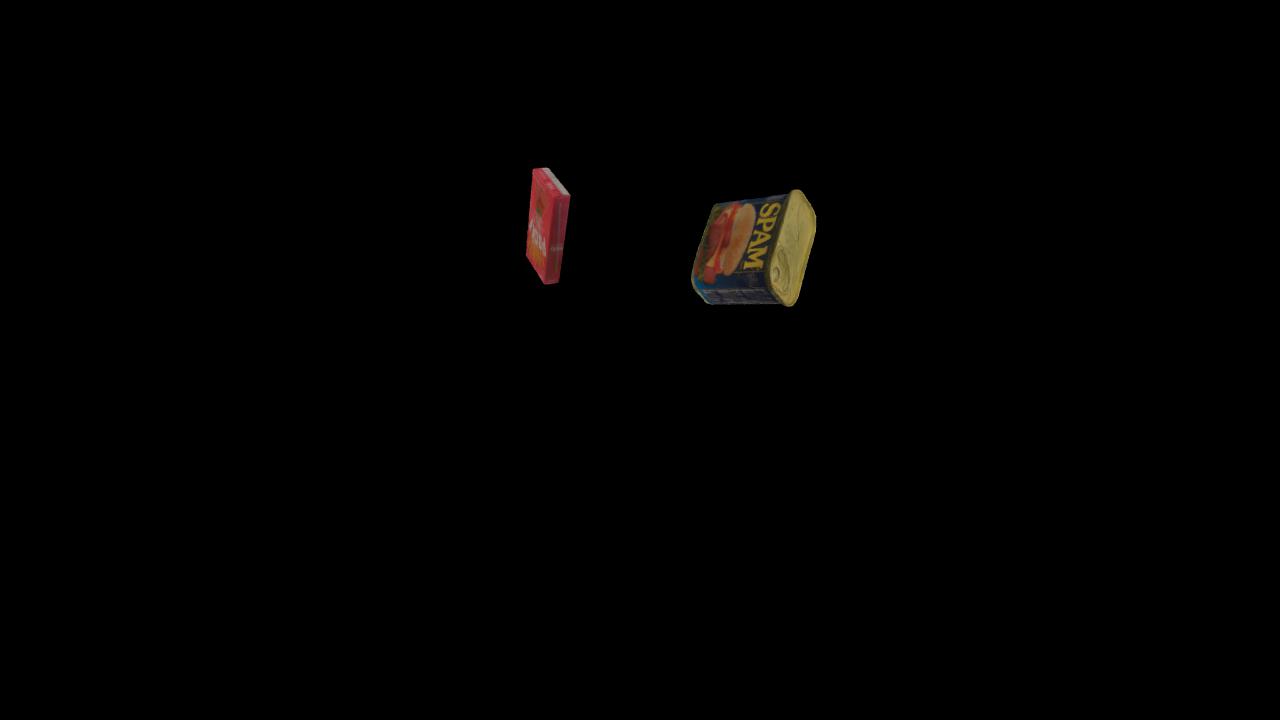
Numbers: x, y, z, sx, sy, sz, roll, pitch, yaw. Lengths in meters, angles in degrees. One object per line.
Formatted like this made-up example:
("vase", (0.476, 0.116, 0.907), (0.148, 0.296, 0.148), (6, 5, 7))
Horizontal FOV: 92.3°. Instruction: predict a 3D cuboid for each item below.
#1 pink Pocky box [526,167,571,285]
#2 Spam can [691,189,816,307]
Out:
("pink Pocky box", (-0.141, -0.199, 0.928), (0.029, 0.155, 0.084), (-12, 48, -27))
("Spam can", (0.103, -0.100, 0.562), (0.085, 0.101, 0.058), (4, -24, 41))
